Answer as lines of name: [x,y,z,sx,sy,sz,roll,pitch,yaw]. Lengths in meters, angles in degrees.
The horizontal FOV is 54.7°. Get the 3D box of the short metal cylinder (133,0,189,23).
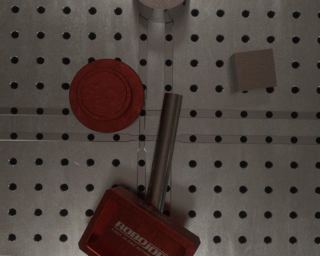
short metal cylinder: [0.002,-0.184,0.401,0.081,0.050,0.079,0,90,-1]

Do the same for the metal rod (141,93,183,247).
metal rod: [-0.007,0.102,0.413,0.025,0.025,0.298,10,90,-1]

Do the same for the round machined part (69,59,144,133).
round machined part: [-0.070,-0.042,0.404,0.099,0.042,0.097,0,90,-1]

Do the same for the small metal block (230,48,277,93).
small metal block: [0.125,-0.076,0.415,0.050,0.025,0.050,-7,90,-1]

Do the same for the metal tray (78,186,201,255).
metal tray: [-0.027,0.144,0.387,0.130,0.030,0.090,30,96,17]
